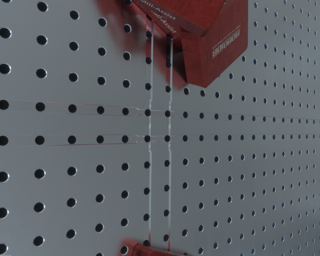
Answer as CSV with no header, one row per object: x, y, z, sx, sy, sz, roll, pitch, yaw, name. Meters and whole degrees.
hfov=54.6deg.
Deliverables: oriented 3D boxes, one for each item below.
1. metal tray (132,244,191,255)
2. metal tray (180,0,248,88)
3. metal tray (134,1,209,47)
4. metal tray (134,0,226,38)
0.011,0.214,0.413,0.131,0.030,0.090,30,72,-36,metal tray
0.085,-0.130,0.454,0.131,0.030,0.090,-43,139,-31,metal tray
0.021,-0.180,0.421,0.130,0.030,0.090,35,68,-34,metal tray
0.018,-0.179,0.366,0.130,0.030,0.090,28,86,-5,metal tray
